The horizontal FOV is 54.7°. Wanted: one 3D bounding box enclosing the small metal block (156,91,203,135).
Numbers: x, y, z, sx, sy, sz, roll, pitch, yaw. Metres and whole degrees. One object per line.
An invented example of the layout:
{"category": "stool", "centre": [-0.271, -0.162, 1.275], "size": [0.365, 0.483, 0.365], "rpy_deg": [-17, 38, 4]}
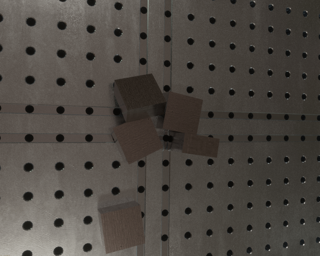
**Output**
{"category": "small metal block", "centre": [0.027, -0.019, 0.424], "size": [0.050, 0.025, 0.050], "rpy_deg": [12, 86, -20]}

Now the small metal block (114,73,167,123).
{"category": "small metal block", "centre": [-0.026, -0.039, 0.391], "size": [0.050, 0.025, 0.050], "rpy_deg": [-14, 58, -20]}

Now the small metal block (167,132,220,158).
{"category": "small metal block", "centre": [0.044, 0.022, 0.417], "size": [0.050, 0.050, 0.025], "rpy_deg": [10, 87, -20]}

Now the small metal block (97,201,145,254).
{"category": "small metal block", "centre": [-0.050, 0.125, 0.395], "size": [0.050, 0.025, 0.050], "rpy_deg": [-8, 93, -20]}

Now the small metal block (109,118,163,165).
{"category": "small metal block", "centre": [-0.031, 0.013, 0.402], "size": [0.050, 0.025, 0.050], "rpy_deg": [-26, 99, -19]}
